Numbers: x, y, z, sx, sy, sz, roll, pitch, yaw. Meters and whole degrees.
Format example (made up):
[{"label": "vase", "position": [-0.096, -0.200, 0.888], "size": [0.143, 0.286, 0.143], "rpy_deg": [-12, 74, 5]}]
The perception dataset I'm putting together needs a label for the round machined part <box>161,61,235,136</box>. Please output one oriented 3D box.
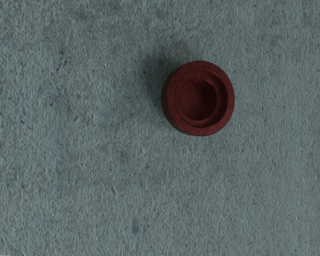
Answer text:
[{"label": "round machined part", "position": [0.047, -0.038, 0.417], "size": [0.099, 0.042, 0.097], "rpy_deg": [0, 90, -20]}]
